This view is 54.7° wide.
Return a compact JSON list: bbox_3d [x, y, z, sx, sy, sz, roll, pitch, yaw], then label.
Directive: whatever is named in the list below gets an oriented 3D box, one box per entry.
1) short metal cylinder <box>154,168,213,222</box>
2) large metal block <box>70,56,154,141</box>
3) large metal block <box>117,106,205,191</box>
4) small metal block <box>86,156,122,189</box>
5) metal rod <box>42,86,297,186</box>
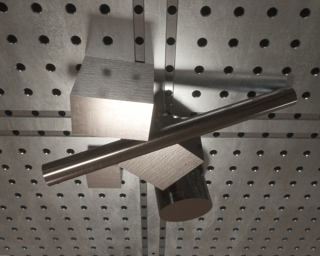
[{"bbox_3d":[0.034,0.103,0.472,0.081,0.050,0.080,-7,142,-6],"label":"short metal cylinder"},{"bbox_3d":[-0.050,-0.034,0.346,0.081,0.080,0.050,6,130,-5],"label":"large metal block"},{"bbox_3d":[0.001,0.030,0.421,0.080,0.050,0.080,34,122,-26],"label":"large metal block"},{"bbox_3d":[-0.084,0.065,0.466,0.050,0.025,0.050,1,130,-2],"label":"small metal block"},{"bbox_3d":[0.019,0.006,0.358,0.302,0.025,0.025,-18,130,-9],"label":"metal rod"}]
